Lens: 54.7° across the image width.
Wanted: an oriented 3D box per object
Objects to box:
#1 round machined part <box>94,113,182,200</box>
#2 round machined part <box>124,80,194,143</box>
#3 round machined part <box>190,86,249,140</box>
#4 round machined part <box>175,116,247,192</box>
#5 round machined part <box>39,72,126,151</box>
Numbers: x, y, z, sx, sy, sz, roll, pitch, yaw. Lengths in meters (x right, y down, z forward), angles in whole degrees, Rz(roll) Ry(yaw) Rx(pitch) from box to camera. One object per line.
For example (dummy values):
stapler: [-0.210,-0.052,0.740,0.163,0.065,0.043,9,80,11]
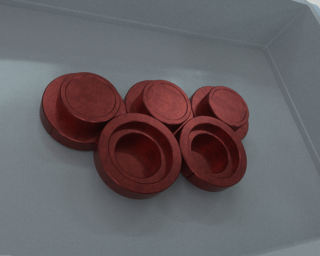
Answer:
round machined part: [-0.028,0.035,0.356,0.099,0.042,0.098,14,56,-21]
round machined part: [0.001,-0.024,0.407,0.099,0.042,0.098,13,56,-20]
round machined part: [0.090,-0.022,0.453,0.099,0.042,0.098,13,56,-20]
round machined part: [0.060,0.036,0.402,0.099,0.042,0.098,14,56,-21]
round machined part: [-0.085,-0.026,0.361,0.099,0.042,0.098,14,55,-21]
